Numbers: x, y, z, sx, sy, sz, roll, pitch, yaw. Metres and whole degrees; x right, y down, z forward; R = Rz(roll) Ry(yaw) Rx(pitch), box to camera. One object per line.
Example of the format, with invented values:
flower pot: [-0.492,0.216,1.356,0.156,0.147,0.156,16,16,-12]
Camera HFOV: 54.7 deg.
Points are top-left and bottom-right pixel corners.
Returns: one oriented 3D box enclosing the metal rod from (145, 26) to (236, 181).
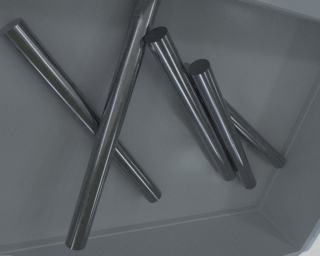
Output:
metal rod: [0.056,-0.007,0.418,0.025,0.025,0.300,-38,135,-3]

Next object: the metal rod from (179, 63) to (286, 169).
metal rod: [0.123,-0.003,0.476,0.025,0.025,0.301,-50,129,7]

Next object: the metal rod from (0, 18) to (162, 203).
metal rod: [-0.072,0.005,0.373,0.025,0.025,0.299,-36,130,-4]

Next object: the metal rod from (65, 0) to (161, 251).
metal rod: [-0.057,0.002,0.348,0.025,0.025,0.298,11,103,-33]

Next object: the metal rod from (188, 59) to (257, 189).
metal rod: [0.103,0.016,0.454,0.025,0.025,0.300,-38,136,-3]
